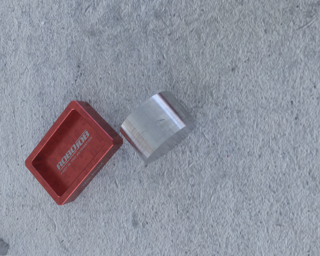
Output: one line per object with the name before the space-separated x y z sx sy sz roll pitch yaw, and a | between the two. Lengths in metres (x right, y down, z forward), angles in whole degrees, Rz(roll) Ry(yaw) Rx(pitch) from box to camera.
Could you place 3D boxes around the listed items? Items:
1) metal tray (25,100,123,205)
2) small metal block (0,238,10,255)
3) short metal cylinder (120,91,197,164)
metal tray | -0.127 0.036 0.450 0.090 0.030 0.130 45 104 14
small metal block | -0.276 0.211 0.493 0.025 0.050 0.050 27 99 18
short metal cylinder | -0.001 0.000 0.380 0.080 0.080 0.050 -43 77 15
